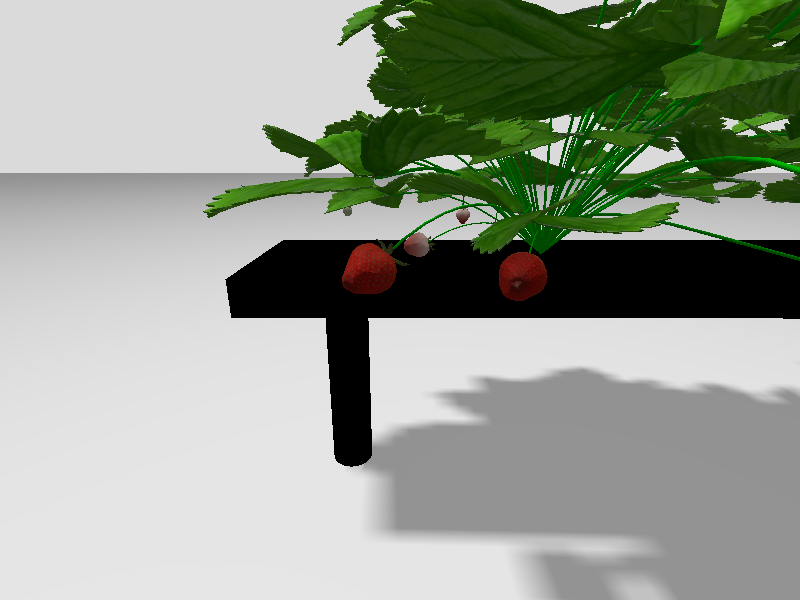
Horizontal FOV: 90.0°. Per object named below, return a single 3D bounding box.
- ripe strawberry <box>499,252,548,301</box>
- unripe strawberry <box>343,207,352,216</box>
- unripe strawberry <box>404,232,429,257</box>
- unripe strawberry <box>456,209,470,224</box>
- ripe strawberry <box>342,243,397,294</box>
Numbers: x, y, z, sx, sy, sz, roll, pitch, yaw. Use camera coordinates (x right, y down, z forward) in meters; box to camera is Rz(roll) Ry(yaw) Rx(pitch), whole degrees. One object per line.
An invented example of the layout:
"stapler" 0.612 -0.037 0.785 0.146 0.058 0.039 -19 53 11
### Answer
"ripe strawberry" 0.071 -0.013 0.233 0.028 0.029 0.030 8 21 22
"unripe strawberry" -0.061 -0.103 0.466 0.011 0.011 0.011 12 23 32
"unripe strawberry" 0.014 -0.047 0.342 0.021 0.021 0.020 -9 20 -3
"unripe strawberry" 0.083 -0.110 0.528 0.018 0.019 0.019 -4 20 -12
"ripe strawberry" -0.020 -0.018 0.242 0.034 0.029 0.034 -38 36 -24
